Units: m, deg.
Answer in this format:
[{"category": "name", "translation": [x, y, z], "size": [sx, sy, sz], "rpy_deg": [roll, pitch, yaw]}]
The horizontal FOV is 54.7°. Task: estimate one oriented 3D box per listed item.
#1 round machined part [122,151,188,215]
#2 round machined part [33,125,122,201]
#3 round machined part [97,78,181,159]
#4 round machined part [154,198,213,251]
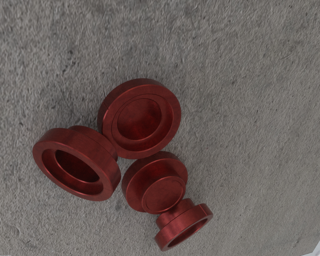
[{"category": "round machined part", "translation": [-0.002, 0.085, 0.447], "size": [0.099, 0.042, 0.097], "rpy_deg": [-14, 124, -21]}, {"category": "round machined part", "translation": [-0.087, 0.035, 0.347], "size": [0.042, 0.098, 0.098], "rpy_deg": [-61, 143, -40]}, {"category": "round machined part", "translation": [-0.028, -0.014, 0.372], "size": [0.099, 0.042, 0.097], "rpy_deg": [-14, 124, -21]}, {"category": "round machined part", "translation": [0.032, 0.148, 0.490], "size": [0.099, 0.042, 0.098], "rpy_deg": [-28, 153, -16]}]
